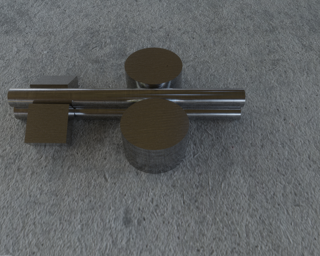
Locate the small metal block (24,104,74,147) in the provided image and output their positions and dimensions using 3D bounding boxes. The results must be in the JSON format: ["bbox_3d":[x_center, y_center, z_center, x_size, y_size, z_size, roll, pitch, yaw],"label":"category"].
[{"bbox_3d":[-0.139,-0.003,0.393,0.050,0.025,0.050,1,77,0],"label":"small metal block"}]

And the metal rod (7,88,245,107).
[{"bbox_3d":[-0.042,-0.040,0.405,0.302,0.025,0.025,0,50,0],"label":"metal rod"}]

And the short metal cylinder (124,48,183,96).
[{"bbox_3d":[-0.009,-0.072,0.448,0.081,0.050,0.080,0,50,0],"label":"short metal cylinder"}]

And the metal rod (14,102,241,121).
[{"bbox_3d":[-0.043,-0.023,0.424,0.302,0.025,0.025,0,50,0],"label":"metal rod"}]

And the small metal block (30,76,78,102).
[{"bbox_3d":[-0.147,-0.056,0.438,0.050,0.025,0.050,0,23,0],"label":"small metal block"}]

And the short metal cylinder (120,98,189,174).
[{"bbox_3d":[-0.006,0.009,0.380,0.081,0.050,0.080,0,50,0],"label":"short metal cylinder"}]
